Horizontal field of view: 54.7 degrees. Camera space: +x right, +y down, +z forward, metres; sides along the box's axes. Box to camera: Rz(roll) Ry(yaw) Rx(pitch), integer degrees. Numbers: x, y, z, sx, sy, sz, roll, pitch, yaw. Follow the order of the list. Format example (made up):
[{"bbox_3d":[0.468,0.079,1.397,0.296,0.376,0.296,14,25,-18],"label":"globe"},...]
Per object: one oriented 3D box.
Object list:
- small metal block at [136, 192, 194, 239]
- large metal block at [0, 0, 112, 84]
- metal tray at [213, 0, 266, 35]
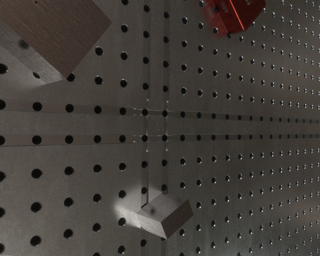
[{"bbox_3d":[0.006,0.111,0.400,0.050,0.050,0.025,-31,110,-36],"label":"small metal block"},{"bbox_3d":[-0.109,-0.102,0.303,0.080,0.050,0.080,45,63,-31],"label":"large metal block"},{"bbox_3d":[0.121,-0.234,0.510,0.090,0.030,0.130,-51,120,-28],"label":"metal tray"}]
